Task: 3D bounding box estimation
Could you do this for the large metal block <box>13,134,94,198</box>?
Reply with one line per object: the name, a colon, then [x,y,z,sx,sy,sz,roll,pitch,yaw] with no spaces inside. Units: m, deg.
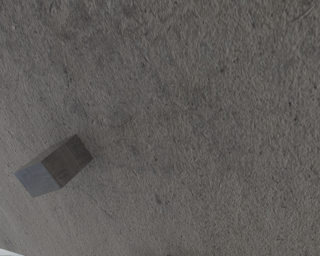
large metal block: [-0.170,0.061,0.499,0.080,0.080,0.050,-22,107,36]
